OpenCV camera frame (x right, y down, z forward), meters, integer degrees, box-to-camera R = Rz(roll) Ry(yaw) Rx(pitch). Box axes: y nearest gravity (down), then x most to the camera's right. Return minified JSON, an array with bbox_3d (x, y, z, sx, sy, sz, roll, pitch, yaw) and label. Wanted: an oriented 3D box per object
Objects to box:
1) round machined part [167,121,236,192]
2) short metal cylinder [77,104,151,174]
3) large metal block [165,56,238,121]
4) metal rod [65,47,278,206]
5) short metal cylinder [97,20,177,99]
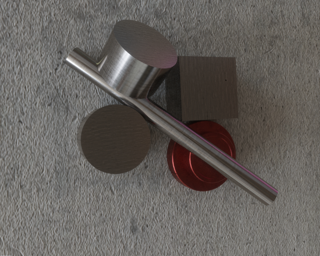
[{"bbox_3d":[0.063,0.038,0.424,0.099,0.042,0.097,0,90,-20],"label":"round machined part"},{"bbox_3d":[-0.058,0.013,0.377,0.081,0.050,0.080,0,90,-20],"label":"short metal cylinder"},{"bbox_3d":[0.055,-0.051,0.415,0.081,0.050,0.079,-3,91,-20],"label":"large metal block"},{"bbox_3d":[0.017,0.000,0.381,0.301,0.025,0.025,35,78,-3],"label":"metal rod"},{"bbox_3d":[-0.027,-0.081,0.367,0.080,0.050,0.080,21,43,-21],"label":"short metal cylinder"}]
